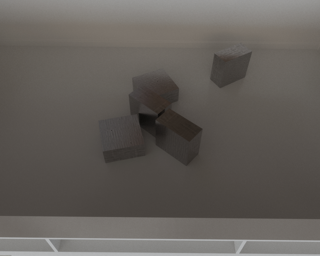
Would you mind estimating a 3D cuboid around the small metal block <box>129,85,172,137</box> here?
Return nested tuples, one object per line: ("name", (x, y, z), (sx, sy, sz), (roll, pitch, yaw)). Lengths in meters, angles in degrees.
("small metal block", (-0.013, -0.021, 0.406), (0.050, 0.050, 0.025), (35, 58, 25))

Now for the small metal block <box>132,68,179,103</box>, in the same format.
("small metal block", (-0.007, -0.056, 0.452), (0.050, 0.025, 0.050), (-21, 53, -17))

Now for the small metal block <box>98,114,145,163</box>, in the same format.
("small metal block", (-0.049, 0.013, 0.394), (0.050, 0.025, 0.050), (-10, 51, -9))

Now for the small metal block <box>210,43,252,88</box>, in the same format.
("small metal block", (0.107, -0.095, 0.470), (0.050, 0.050, 0.025), (-25, 55, -20))

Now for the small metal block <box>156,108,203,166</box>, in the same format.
("small metal block", (0.022, 0.012, 0.379), (0.050, 0.050, 0.025), (34, 58, 24))
